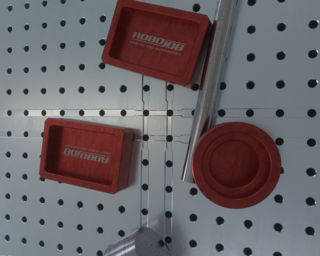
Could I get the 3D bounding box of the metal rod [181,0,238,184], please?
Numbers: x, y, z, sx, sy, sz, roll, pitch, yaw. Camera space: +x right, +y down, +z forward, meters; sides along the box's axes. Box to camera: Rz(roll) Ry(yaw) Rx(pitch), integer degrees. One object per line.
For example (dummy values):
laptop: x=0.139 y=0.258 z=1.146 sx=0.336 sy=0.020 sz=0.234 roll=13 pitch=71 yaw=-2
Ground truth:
metal rod: x=0.068 y=-0.078 z=0.388 sx=0.025 sy=0.025 sz=0.298 roll=13 pitch=94 yaw=19

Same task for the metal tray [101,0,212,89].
metal tray: x=-0.005 y=-0.113 z=0.411 sx=0.130 sy=0.030 sz=0.089 roll=19 pitch=96 yaw=18

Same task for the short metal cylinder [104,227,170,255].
short metal cylinder: x=-0.026 y=0.174 z=0.392 sx=0.050 sy=0.080 sz=0.080 roll=-33 pitch=79 yaw=17

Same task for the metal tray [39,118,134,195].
metal tray: x=-0.108 y=0.037 z=0.447 sx=0.130 sy=0.030 sz=0.089 roll=8 pitch=93 yaw=19

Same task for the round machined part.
round machined part: x=0.086 y=0.041 z=0.364 sx=0.099 sy=0.042 sz=0.097 roll=0 pitch=92 yaw=2
